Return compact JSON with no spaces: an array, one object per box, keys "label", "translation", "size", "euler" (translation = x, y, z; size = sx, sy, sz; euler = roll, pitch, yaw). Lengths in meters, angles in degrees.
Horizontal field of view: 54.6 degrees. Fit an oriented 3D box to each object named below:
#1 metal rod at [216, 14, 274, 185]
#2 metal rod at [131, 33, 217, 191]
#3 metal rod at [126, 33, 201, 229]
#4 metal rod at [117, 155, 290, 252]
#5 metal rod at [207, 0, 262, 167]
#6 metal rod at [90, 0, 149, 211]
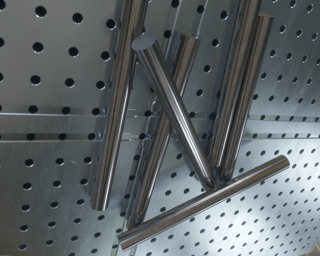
[{"label":"metal rod","translation":[0.118,-0.014,0.466],"size":[0.025,0.025,0.298],"euler":[-8,122,-24]},{"label":"metal rod","translation":[0.034,0.007,0.404],"size":[0.025,0.025,0.300],"euler":[-35,138,-5]},{"label":"metal rod","translation":[-0.002,0.023,0.423],"size":[0.025,0.025,0.298],"euler":[2,118,-29]},{"label":"metal rod","translation":[0.077,0.112,0.487],"size":[0.302,0.025,0.025],"euler":[-22,127,-15]},{"label":"metal rod","translation":[0.101,-0.075,0.418],"size":[0.025,0.025,0.298],"euler":[-7,122,-25]},{"label":"metal rod","translation":[-0.051,-0.025,0.367],"size":[0.025,0.025,0.298],"euler":[0,119,-28]}]
